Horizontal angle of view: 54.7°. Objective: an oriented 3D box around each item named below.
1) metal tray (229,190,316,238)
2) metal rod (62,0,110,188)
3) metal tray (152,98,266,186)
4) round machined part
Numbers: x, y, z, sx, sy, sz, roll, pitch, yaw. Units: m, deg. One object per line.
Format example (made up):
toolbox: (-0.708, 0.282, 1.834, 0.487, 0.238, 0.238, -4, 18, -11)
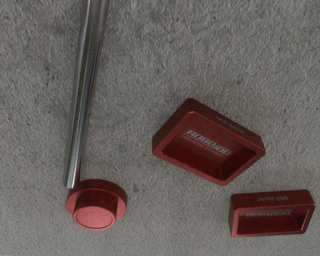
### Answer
metal tray: (0.188, 0.149, 0.533, 0.131, 0.030, 0.089, -4, 130, 3)
metal rod: (-0.097, -0.027, 0.382, 0.025, 0.025, 0.298, 12, 129, -10)
metal tray: (0.066, 0.024, 0.425, 0.131, 0.030, 0.090, 27, 125, -22)
round machined part: (-0.104, 0.131, 0.506, 0.099, 0.042, 0.097, -1, 130, 0)
